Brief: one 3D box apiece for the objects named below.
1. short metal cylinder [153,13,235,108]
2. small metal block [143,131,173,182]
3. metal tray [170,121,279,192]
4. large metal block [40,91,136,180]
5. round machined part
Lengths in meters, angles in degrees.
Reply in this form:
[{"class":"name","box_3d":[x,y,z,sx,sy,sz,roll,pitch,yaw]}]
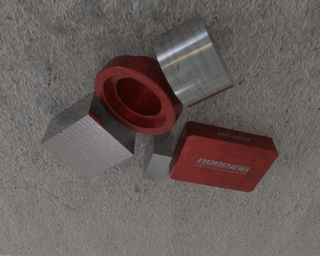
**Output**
[{"class":"short metal cylinder","box_3d":[0.035,-0.067,0.314,0.050,0.080,0.080,-24,126,18]},{"class":"small metal block","box_3d":[-0.004,0.036,0.422,0.025,0.050,0.050,13,129,-11]},{"class":"metal tray","box_3d":[0.087,0.044,0.443,0.131,0.030,0.089,11,129,-10]},{"class":"large metal block","box_3d":[-0.089,0.011,0.400,0.080,0.050,0.080,-29,125,22]},{"class":"round machined part","box_3d":[-0.019,-0.040,0.345,0.098,0.042,0.097,20,144,16]}]
